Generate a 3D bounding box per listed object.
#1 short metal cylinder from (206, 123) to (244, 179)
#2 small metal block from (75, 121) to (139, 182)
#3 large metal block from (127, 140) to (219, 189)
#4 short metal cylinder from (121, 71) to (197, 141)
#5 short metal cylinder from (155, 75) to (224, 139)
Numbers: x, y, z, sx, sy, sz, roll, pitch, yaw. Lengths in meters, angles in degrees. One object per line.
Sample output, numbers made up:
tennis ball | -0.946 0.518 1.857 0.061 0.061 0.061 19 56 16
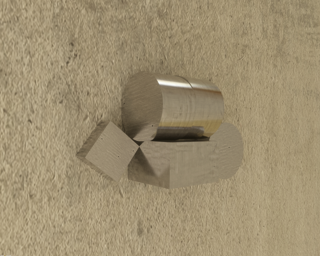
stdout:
short metal cylinder | 0.078 0.032 0.455 0.081 0.050 0.079 0 90 -40
small metal block | -0.060 0.026 0.357 0.050 0.025 0.050 45 63 -31
large metal block | 0.016 0.040 0.385 0.081 0.080 0.050 1 90 -40
short metal cylinder | -0.003 -0.024 0.368 0.050 0.080 0.080 1 90 -40
short metal cylinder | 0.035 -0.025 0.401 0.050 0.080 0.080 1 90 -40
